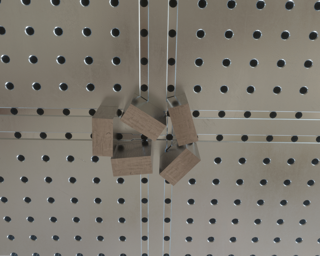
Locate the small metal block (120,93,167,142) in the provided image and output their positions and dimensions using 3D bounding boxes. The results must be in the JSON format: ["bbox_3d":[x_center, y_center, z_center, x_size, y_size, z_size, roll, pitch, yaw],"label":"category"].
[{"bbox_3d":[-0.020,-0.015,0.394,0.050,0.050,0.025,32,108,-12],"label":"small metal block"}]

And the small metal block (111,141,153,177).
[{"bbox_3d":[-0.035,0.040,0.414,0.050,0.050,0.025,-5,110,1],"label":"small metal block"}]

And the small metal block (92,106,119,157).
[{"bbox_3d":[-0.070,0.003,0.401,0.025,0.050,0.050,3,111,-1],"label":"small metal block"}]

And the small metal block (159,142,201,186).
[{"bbox_3d":[0.025,0.041,0.415,0.025,0.050,0.050,41,105,-13],"label":"small metal block"}]

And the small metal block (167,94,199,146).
[{"bbox_3d":[0.028,-0.012,0.395,0.025,0.050,0.050,-15,109,5],"label":"small metal block"}]
